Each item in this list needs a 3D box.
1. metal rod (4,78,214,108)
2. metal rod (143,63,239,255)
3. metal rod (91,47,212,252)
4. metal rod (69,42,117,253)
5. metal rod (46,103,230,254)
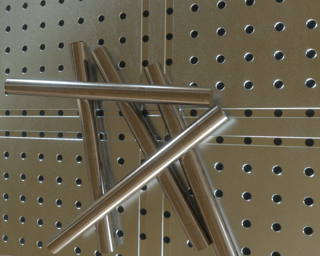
[{"bbox_3d":[-0.081,-0.049,0.413,0.301,0.025,0.025,5,92,19],"label":"metal rod"},{"bbox_3d":[0.044,0.056,0.396,0.025,0.025,0.299,-24,82,18],"label":"metal rod"},{"bbox_3d":[-0.016,0.021,0.417,0.025,0.025,0.299,-32,80,17],"label":"metal rod"},{"bbox_3d":[-0.097,0.025,0.445,0.025,0.025,0.298,-10,87,19],"label":"metal rod"},{"bbox_3d":[-0.039,0.073,0.398,0.300,0.025,0.025,-40,78,15],"label":"metal rod"}]
